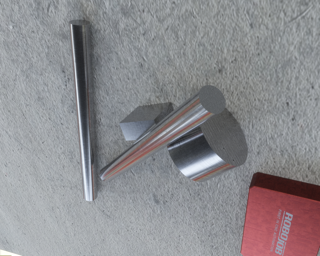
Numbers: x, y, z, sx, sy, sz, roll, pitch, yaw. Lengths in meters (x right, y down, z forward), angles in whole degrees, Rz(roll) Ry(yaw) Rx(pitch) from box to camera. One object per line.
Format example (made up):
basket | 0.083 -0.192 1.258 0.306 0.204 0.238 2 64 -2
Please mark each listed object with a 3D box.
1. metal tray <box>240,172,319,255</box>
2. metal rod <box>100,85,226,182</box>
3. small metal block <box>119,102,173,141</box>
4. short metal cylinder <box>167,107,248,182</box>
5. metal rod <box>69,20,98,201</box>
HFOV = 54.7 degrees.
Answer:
metal tray | 0.157 0.125 0.398 0.090 0.030 0.129 11 123 22
metal rod | -0.022 0.026 0.371 0.025 0.025 0.299 46 148 -4
small metal block | -0.014 -0.009 0.392 0.050 0.050 0.025 -5 116 30
short metal cylinder | 0.054 0.015 0.352 0.050 0.080 0.080 -34 99 38
metal rod | -0.110 -0.005 0.459 0.025 0.025 0.298 18 125 17
